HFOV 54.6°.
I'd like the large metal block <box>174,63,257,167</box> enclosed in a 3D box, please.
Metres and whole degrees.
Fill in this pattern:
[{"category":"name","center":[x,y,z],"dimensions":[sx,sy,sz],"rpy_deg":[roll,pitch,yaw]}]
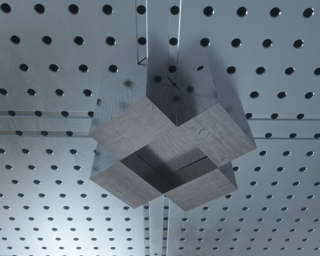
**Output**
[{"category":"large metal block","center":[0.063,-0.015,0.363],"dimensions":[0.050,0.080,0.080],"rpy_deg":[-32,124,23]}]

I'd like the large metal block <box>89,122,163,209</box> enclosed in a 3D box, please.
[{"category":"large metal block","center":[-0.041,0.047,0.415],"dimensions":[0.050,0.080,0.080],"rpy_deg":[-32,124,24]}]

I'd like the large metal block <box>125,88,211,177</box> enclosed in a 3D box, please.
[{"category":"large metal block","center":[0.012,0.007,0.400],"dimensions":[0.080,0.050,0.080],"rpy_deg":[-30,123,25]}]

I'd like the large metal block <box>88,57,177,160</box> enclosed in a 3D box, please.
[{"category":"large metal block","center":[-0.029,-0.023,0.356],"dimensions":[0.080,0.080,0.050],"rpy_deg":[-31,124,24]}]

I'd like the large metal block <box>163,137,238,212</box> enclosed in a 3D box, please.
[{"category":"large metal block","center":[0.051,0.055,0.424],"dimensions":[0.080,0.080,0.050],"rpy_deg":[-30,124,23]}]
